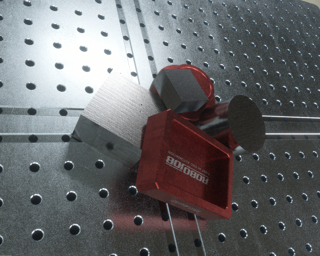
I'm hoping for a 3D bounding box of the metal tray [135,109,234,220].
[{"bbox_3d":[0.036,0.047,0.359,0.130,0.030,0.090,31,55,-37],"label":"metal tray"}]

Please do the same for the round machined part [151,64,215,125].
[{"bbox_3d":[0.039,-0.054,0.451,0.099,0.042,0.098,14,56,-21],"label":"round machined part"}]

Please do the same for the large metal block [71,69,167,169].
[{"bbox_3d":[-0.046,-0.011,0.374,0.080,0.050,0.080,31,52,-8],"label":"large metal block"}]

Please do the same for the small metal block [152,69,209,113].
[{"bbox_3d":[0.026,-0.047,0.391,0.050,0.025,0.050,-9,63,-44],"label":"small metal block"}]

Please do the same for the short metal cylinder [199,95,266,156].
[{"bbox_3d":[0.102,-0.001,0.433,0.081,0.050,0.080,13,68,-36],"label":"short metal cylinder"}]
